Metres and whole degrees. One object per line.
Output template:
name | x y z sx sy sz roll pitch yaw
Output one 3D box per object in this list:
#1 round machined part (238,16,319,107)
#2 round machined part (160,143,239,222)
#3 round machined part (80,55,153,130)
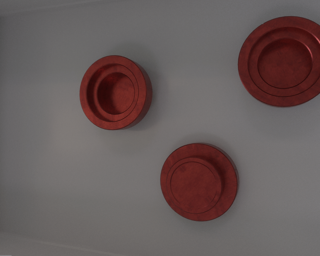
round machined part | 0.141 -0.072 0.352 0.098 0.042 0.097 0 90 20
round machined part | 0.046 0.068 0.385 0.098 0.042 0.097 0 90 20
round machined part | -0.055 -0.046 0.421 0.098 0.042 0.097 0 90 20
